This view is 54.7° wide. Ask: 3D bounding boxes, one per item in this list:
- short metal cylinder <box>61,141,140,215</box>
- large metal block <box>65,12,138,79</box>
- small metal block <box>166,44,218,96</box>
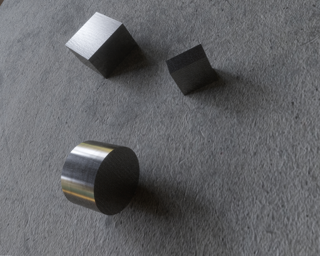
[{"bbox_3d":[-0.069,0.058,0.369,0.050,0.080,0.080,8,66,32],"label":"short metal cylinder"},{"bbox_3d":[-0.100,-0.142,0.528,0.080,0.050,0.080,-49,52,-7],"label":"large metal block"},{"bbox_3d":[0.043,-0.076,0.412,0.050,0.050,0.025,-24,53,13],"label":"small metal block"}]
